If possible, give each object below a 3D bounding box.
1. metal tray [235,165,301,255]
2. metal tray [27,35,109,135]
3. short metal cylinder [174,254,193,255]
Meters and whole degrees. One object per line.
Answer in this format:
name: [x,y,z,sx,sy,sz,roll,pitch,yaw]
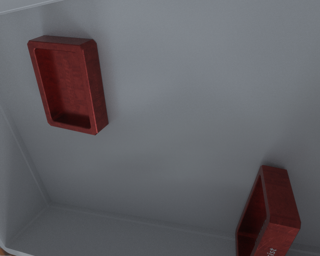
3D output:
metal tray: [0.122,0.121,0.371,0.030,0.090,0.129,11,123,5]
metal tray: [-0.126,-0.059,0.433,0.090,0.030,0.129,11,123,22]
short metal cylinder: [0.046,0.266,0.534,0.080,0.050,0.079,13,124,20]
